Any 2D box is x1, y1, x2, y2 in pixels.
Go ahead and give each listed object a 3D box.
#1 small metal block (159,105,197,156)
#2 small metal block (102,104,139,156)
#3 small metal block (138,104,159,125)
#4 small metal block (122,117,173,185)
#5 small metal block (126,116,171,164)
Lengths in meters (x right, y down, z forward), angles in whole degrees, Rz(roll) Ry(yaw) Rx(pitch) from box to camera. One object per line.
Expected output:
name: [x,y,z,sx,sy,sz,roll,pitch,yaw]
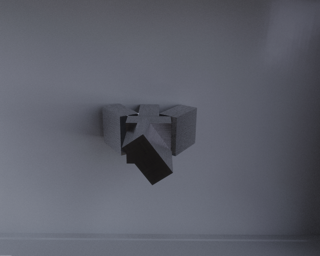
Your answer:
small metal block: [0.023,0.002,0.394,0.025,0.050,0.050,14,114,32]
small metal block: [-0.050,0.001,0.393,0.025,0.050,0.050,-12,114,-32]
small metal block: [-0.014,0.001,0.396,0.025,0.050,0.050,1,110,0]
small metal block: [-0.012,0.023,0.324,0.025,0.050,0.050,-33,107,12]
small metal block: [-0.013,0.014,0.360,0.050,0.025,0.050,1,110,-1]
